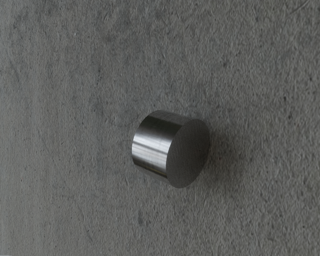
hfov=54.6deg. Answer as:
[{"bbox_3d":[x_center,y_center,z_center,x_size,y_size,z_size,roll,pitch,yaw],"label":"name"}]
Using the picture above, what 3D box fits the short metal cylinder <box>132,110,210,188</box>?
[{"bbox_3d":[0.014,0.023,0.358,0.050,0.081,0.080,17,101,39],"label":"short metal cylinder"}]
